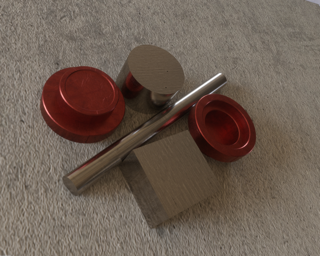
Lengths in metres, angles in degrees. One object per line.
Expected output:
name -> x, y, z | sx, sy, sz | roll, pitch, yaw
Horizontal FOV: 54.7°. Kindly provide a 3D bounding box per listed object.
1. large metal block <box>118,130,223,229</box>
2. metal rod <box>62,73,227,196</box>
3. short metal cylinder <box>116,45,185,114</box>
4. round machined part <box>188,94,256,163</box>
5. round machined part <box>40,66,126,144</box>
large metal block -> 0.011, 0.058, 0.361 | 0.081, 0.050, 0.080 | -19, 72, -35
metal rod -> 0.003, -0.009, 0.413 | 0.025, 0.025, 0.302 | 49, 51, 6
short metal cylinder -> -0.014, -0.065, 0.421 | 0.081, 0.050, 0.080 | 14, 56, -21
round machined part -> 0.082, 0.004, 0.436 | 0.099, 0.042, 0.098 | 14, 56, -21
round machined part -> -0.087, -0.034, 0.368 | 0.099, 0.042, 0.098 | 14, 56, -21
